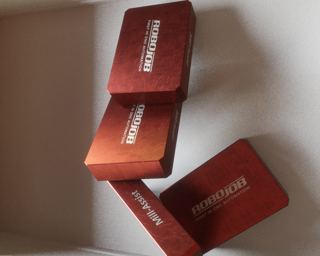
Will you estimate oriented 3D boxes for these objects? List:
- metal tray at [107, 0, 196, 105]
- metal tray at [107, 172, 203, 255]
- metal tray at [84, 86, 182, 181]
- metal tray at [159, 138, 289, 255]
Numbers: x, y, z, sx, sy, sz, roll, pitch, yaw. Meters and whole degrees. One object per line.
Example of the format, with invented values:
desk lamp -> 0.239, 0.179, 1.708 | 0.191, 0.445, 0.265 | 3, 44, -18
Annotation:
metal tray -> -0.008, -0.094, 0.384 | 0.090, 0.030, 0.130 | 0, 66, 20
metal tray -> -0.005, 0.108, 0.357 | 0.030, 0.090, 0.130 | -38, 56, -14
metal tray -> -0.025, 0.000, 0.371 | 0.090, 0.030, 0.130 | -5, 44, 17
metal tray -> 0.076, 0.084, 0.381 | 0.130, 0.030, 0.090 | -37, 78, 16
